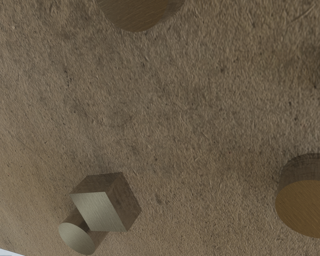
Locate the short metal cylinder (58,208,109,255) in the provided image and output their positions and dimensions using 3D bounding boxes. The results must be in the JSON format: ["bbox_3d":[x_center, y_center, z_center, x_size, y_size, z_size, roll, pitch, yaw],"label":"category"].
[{"bbox_3d":[-0.142,0.191,0.584,0.080,0.050,0.079,13,124,21],"label":"short metal cylinder"}]

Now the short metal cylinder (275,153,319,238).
[{"bbox_3d":[0.174,0.075,0.345,0.080,0.050,0.079,13,124,21],"label":"short metal cylinder"}]

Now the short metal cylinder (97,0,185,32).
[{"bbox_3d":[-0.018,-0.143,0.312,0.080,0.050,0.079,13,124,21],"label":"short metal cylinder"}]

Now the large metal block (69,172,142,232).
[{"bbox_3d":[-0.089,0.123,0.514,0.080,0.050,0.080,-11,113,32],"label":"large metal block"}]
